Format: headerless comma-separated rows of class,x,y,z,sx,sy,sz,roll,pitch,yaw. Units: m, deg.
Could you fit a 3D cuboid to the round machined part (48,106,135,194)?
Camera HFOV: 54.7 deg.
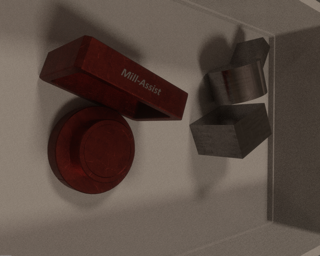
round machined part,-0.067,0.024,0.341,0.099,0.042,0.097,0,90,-40

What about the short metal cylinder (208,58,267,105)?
short metal cylinder,0.118,-0.071,0.472,0.081,0.080,0.050,-26,107,-37

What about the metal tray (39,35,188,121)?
metal tray,-0.046,-0.043,0.326,0.131,0.090,0.030,24,75,-38

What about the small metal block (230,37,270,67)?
small metal block,0.149,-0.119,0.518,0.025,0.050,0.050,36,68,-35

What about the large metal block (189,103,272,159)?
large metal block,0.105,0.002,0.462,0.081,0.080,0.050,-30,109,-36
